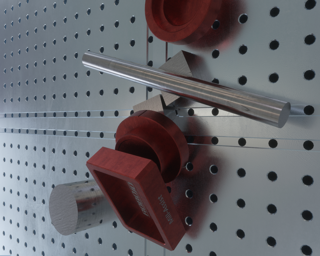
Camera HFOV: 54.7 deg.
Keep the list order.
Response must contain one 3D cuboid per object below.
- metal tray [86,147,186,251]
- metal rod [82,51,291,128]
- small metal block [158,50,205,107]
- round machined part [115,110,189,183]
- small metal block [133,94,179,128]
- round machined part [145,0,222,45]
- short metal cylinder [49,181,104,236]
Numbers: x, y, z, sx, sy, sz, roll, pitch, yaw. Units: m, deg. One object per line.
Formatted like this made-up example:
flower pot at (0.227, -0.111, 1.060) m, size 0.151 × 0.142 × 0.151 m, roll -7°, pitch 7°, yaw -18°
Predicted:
metal tray at (-0.028, 0.087, 0.381) m, size 0.090 × 0.030 × 0.129 m, roll 10°, pitch 134°, yaw 39°
metal rod at (0.004, -0.057, 0.373) m, size 0.300 × 0.025 × 0.025 m, roll 23°, pitch 104°, yaw 38°
small metal block at (0.025, -0.061, 0.389) m, size 0.050 × 0.025 × 0.050 m, roll -32°, pitch 70°, yaw 35°
round machined part at (-0.017, 0.030, 0.388) m, size 0.098 × 0.042 × 0.097 m, roll 16°, pitch 124°, yaw 26°
small metal block at (-0.006, -0.013, 0.414) m, size 0.050 × 0.025 × 0.050 m, roll -20°, pitch 77°, yaw 38°
round machined part at (0.032, -0.149, 0.372) m, size 0.098 × 0.042 × 0.097 m, roll 0°, pitch 90°, yaw 40°
short metal cylinder at (-0.137, 0.129, 0.507) m, size 0.080 × 0.050 × 0.080 m, roll 0°, pitch 90°, yaw 40°
